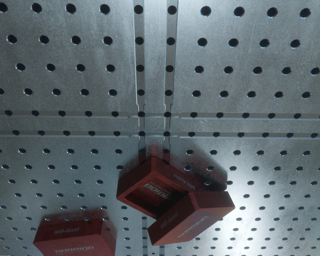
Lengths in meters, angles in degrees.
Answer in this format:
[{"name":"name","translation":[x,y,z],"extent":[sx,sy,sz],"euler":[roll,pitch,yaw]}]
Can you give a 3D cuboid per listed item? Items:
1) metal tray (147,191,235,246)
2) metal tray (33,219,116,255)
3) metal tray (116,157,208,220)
[{"name":"metal tray","translation":[0.050,0.151,0.515],"extent":[0.091,0.030,0.129],"euler":[9,135,-38]},{"name":"metal tray","translation":[-0.160,0.221,0.594],"extent":[0.131,0.030,0.090],"euler":[-10,130,8]},{"name":"metal tray","translation":[0.007,0.108,0.500],"extent":[0.130,0.030,0.090],"euler":[35,121,-27]}]
